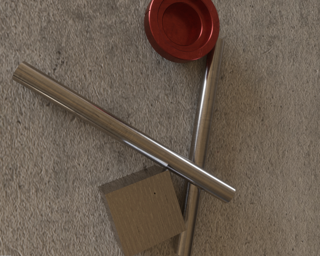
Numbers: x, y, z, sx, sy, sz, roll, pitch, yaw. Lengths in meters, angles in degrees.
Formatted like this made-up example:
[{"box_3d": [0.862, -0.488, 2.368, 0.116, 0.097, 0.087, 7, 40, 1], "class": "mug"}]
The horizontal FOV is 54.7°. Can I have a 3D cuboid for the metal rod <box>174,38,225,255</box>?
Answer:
[{"box_3d": [0.055, 0.023, 0.430, 0.025, 0.025, 0.298, 11, 86, -20], "class": "metal rod"}]

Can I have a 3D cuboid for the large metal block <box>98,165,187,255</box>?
[{"box_3d": [-0.023, 0.100, 0.388, 0.081, 0.050, 0.080, -19, 97, -19], "class": "large metal block"}]

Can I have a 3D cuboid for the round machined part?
[{"box_3d": [0.025, -0.134, 0.410, 0.099, 0.042, 0.097, 0, 90, -21], "class": "round machined part"}]

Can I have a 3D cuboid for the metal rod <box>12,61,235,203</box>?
[{"box_3d": [-0.034, 0.012, 0.381, 0.301, 0.025, 0.025, 31, 80, -12], "class": "metal rod"}]
